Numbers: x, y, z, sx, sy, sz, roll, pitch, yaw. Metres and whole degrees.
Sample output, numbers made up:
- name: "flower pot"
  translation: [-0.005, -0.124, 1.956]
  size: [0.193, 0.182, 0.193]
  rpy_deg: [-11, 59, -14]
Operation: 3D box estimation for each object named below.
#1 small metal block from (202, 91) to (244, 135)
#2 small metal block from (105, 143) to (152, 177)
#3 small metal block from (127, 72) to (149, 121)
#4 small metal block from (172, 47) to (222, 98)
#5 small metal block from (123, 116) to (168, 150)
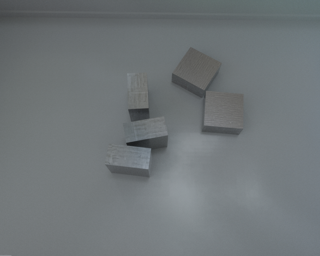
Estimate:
- name: "small metal block"
  translation: [0.084, -0.020, 0.417]
  size: [0.050, 0.025, 0.050]
  rpy_deg: [5, 70, 2]
- name: "small metal block"
  translation: [-0.037, 0.041, 0.381]
  size: [0.050, 0.050, 0.025]
  rpy_deg: [6, 70, 2]
- name: "small metal block"
  translation: [-0.028, -0.039, 0.410]
  size: [0.025, 0.050, 0.050]
  rpy_deg: [-3, 70, -1]
- name: "small metal block"
  translation: [0.051, -0.079, 0.439]
  size: [0.050, 0.025, 0.050]
  rpy_deg: [30, 73, 10]
- name: "small metal block"
  translation: [-0.017, 0.010, 0.392]
  size: [0.050, 0.050, 0.025]
  rpy_deg: [-10, 71, -4]
